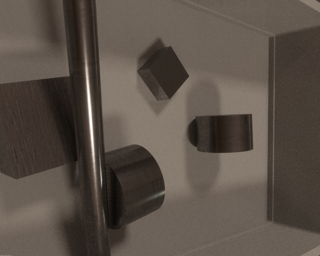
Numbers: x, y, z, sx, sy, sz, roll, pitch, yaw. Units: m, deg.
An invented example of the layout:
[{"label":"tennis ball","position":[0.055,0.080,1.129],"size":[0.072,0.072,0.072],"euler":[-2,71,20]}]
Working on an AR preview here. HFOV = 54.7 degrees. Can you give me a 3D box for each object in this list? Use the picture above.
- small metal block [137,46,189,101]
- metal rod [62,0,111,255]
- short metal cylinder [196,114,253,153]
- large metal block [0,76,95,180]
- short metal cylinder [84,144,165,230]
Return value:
[{"label":"small metal block","position":[0.005,-0.072,0.413],"size":[0.050,0.025,0.050],"euler":[-51,120,-28]},{"label":"metal rod","position":[-0.064,0.030,0.288],"size":[0.025,0.025,0.298],"euler":[-17,117,-39]},{"label":"short metal cylinder","position":[0.093,0.006,0.452],"size":[0.081,0.080,0.050],"euler":[-5,94,-40]},{"label":"large metal block","position":[-0.113,-0.004,0.297],"size":[0.081,0.050,0.079],"euler":[-16,100,-39]},{"label":"short metal cylinder","position":[-0.040,0.063,0.339],"size":[0.050,0.080,0.079],"euler":[-16,100,-39]}]
